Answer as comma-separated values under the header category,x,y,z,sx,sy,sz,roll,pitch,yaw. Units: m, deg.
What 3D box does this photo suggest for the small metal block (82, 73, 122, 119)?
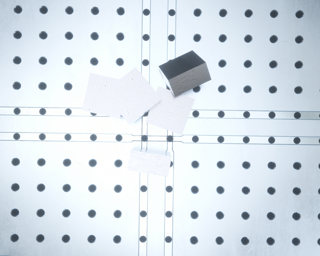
category,x,y,z,sx,sy,sz,roll,pitch,yaw
small metal block,-0.071,-0.042,0.413,0.050,0.025,0.050,13,90,0

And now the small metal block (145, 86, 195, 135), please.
category,x,y,z,sx,sy,sz,roll,pitch,yaw
small metal block,0.013,-0.023,0.413,0.050,0.025,0.050,20,90,0

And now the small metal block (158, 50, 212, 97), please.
category,x,y,z,sx,sy,sz,roll,pitch,yaw
small metal block,0.031,-0.071,0.398,0.050,0.050,0.025,-25,124,0

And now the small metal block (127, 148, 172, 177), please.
category,x,y,z,sx,sy,sz,roll,pitch,yaw
small metal block,-0.013,0.043,0.401,0.050,0.050,0.025,9,90,0

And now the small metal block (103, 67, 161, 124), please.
category,x,y,z,sx,sy,sz,roll,pitch,yaw
small metal block,-0.033,-0.039,0.388,0.050,0.025,0.050,-38,90,0
